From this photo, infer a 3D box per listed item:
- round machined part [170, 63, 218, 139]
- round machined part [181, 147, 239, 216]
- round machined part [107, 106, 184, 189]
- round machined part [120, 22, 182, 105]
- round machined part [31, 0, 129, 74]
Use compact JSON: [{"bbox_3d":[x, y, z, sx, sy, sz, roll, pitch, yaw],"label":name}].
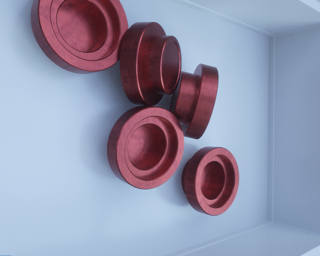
[{"bbox_3d":[0.040,-0.037,0.406,0.042,0.098,0.098,13,80,-5],"label":"round machined part"},{"bbox_3d":[0.070,0.076,0.457,0.099,0.042,0.097,0,90,-40],"label":"round machined part"},{"bbox_3d":[-0.021,0.021,0.375,0.099,0.042,0.097,-7,101,-38],"label":"round machined part"},{"bbox_3d":[-0.005,-0.074,0.367,0.098,0.042,0.097,6,91,-68],"label":"round machined part"},{"bbox_3d":[-0.085,-0.105,0.325,0.099,0.042,0.097,0,90,-40],"label":"round machined part"}]
